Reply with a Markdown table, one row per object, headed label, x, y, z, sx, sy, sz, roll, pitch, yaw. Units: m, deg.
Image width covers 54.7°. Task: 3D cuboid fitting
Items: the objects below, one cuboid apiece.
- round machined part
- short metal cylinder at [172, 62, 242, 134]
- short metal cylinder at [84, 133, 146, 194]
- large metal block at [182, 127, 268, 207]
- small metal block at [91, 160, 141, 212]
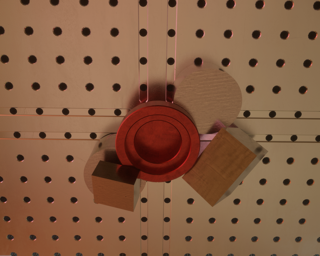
| label | x | y | z | sx | sy | sz | roll | pitch | yaw |
| --- | --- | --- | --- | --- | --- | --- | --- | --- | --- |
| round machined part | -0.002 | 0.013 | 0.378 | 0.099 | 0.042 | 0.097 | 0 | 110 | 0 |
| short metal cylinder | 0.056 | -0.038 | 0.386 | 0.081 | 0.050 | 0.079 | 0 | 110 | 0 |
| short metal cylinder | -0.057 | 0.053 | 0.419 | 0.081 | 0.050 | 0.079 | 0 | 110 | 0 |
| large metal block | 0.085 | 0.046 | 0.395 | 0.050 | 0.080 | 0.080 | 43 | 108 | 21 |
| small metal block | -0.052 | 0.070 | 0.372 | 0.050 | 0.025 | 0.050 | 12 | 130 | 8 |
